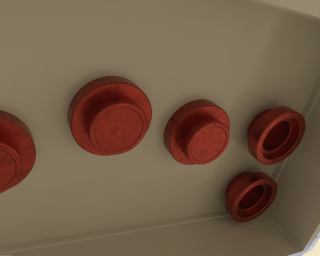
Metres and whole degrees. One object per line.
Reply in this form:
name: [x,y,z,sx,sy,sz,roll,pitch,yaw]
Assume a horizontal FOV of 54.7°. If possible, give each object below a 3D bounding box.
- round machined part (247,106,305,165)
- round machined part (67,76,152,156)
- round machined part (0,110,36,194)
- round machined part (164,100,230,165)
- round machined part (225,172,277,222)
round machined part: [0.182,0.008,0.502,0.099,0.042,0.097,-14,124,-21]
round machined part: [-0.054,-0.008,0.363,0.099,0.042,0.097,-14,124,-21]
round machined part: [-0.180,0.032,0.319,0.099,0.042,0.097,-14,124,-21]
round machined part: [0.058,0.012,0.437,0.099,0.042,0.097,-14,124,-21]
round machined part: [0.157,0.118,0.556,0.099,0.042,0.097,-14,124,-21]
